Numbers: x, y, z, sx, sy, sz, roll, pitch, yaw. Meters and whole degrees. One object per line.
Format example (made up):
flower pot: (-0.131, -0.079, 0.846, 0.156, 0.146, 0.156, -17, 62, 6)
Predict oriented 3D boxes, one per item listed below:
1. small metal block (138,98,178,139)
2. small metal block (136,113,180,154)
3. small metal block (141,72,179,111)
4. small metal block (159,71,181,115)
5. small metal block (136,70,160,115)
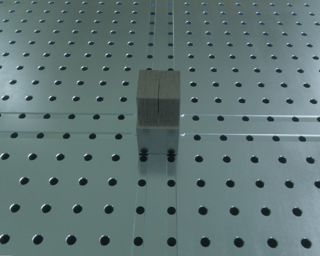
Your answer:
small metal block: (-0.001, -0.013, 0.418, 0.050, 0.025, 0.050, 1, 50, 2)
small metal block: (-0.002, 0.008, 0.385, 0.050, 0.050, 0.025, 1, 50, 1)
small metal block: (0.000, -0.050, 0.433, 0.050, 0.050, 0.025, 1, 50, 1)
small metal block: (0.012, -0.037, 0.390, 0.025, 0.050, 0.050, 1, 50, 2)
small metal block: (-0.014, -0.037, 0.390, 0.025, 0.050, 0.050, 2, 50, 1)
